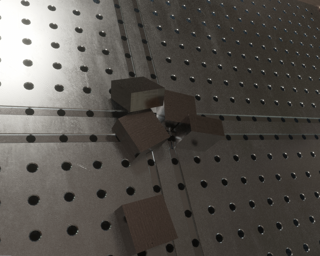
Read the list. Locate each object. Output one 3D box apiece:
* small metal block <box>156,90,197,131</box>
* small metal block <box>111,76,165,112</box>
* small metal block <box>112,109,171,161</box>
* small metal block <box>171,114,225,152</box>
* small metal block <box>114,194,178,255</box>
[{"bbox_3d":[0.023,-0.023,0.436,0.050,0.025,0.050,11,57,-23],"label":"small metal block"},{"bbox_3d":[-0.030,-0.046,0.405,0.050,0.025,0.050,-14,32,-34],"label":"small metal block"},{"bbox_3d":[-0.024,0.006,0.393,0.050,0.025,0.050,-27,77,-37],"label":"small metal block"},{"bbox_3d":[0.050,0.008,0.416,0.050,0.050,0.025,9,58,-24],"label":"small metal block"},{"bbox_3d":[-0.015,0.105,0.337,0.050,0.025,0.050,-8,66,-32],"label":"small metal block"}]
